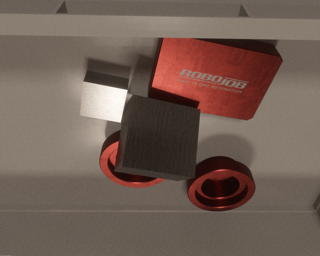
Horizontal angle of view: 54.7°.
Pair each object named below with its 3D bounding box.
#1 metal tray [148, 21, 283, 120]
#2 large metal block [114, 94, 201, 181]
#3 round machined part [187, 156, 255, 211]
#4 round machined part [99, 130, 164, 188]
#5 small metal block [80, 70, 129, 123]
[{"bbox_3d":[0.058,-0.061,0.355,0.131,0.030,0.089,9,130,-9],"label":"metal tray"},{"bbox_3d":[-0.003,0.014,0.360,0.081,0.080,0.050,11,163,-15],"label":"large metal block"},{"bbox_3d":[0.089,0.080,0.468,0.099,0.042,0.097,-1,130,0],"label":"round machined part"},{"bbox_3d":[-0.031,0.035,0.428,0.099,0.042,0.097,-1,130,0],"label":"round machined part"},{"bbox_3d":[-0.068,-0.038,0.376,0.050,0.025,0.050,10,129,-9],"label":"small metal block"}]
